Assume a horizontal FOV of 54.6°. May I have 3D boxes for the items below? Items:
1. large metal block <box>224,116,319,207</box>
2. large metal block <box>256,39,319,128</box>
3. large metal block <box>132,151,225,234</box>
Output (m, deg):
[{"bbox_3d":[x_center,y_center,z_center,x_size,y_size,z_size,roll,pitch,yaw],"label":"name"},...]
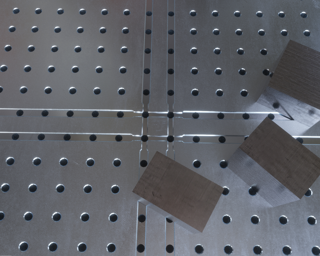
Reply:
[{"bbox_3d":[0.131,0.043,0.368,0.080,0.080,0.050,42,75,14],"label":"large metal block"},{"bbox_3d":[0.191,-0.060,0.421,0.080,0.050,0.080,27,72,9],"label":"large metal block"},{"bbox_3d":[0.019,0.077,0.355,0.080,0.080,0.050,28,73,10],"label":"large metal block"}]
